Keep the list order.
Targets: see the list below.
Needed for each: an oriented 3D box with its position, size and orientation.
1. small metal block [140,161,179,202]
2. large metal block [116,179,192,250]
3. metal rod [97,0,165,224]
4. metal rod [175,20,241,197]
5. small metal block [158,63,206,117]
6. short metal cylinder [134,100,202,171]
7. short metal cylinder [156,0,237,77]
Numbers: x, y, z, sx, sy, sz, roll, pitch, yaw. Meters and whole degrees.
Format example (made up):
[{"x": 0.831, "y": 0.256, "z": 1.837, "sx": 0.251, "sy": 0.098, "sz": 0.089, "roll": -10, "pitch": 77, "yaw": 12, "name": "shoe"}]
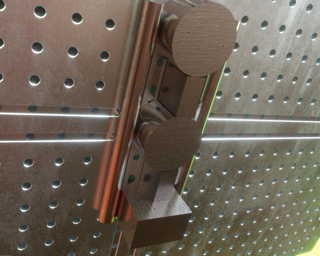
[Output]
[{"x": -0.003, "y": 0.067, "z": 0.434, "sx": 0.025, "sy": 0.050, "sz": 0.050, "roll": 0, "pitch": 118, "yaw": -29, "name": "small metal block"}, {"x": -0.014, "y": 0.117, "z": 0.440, "sx": 0.081, "sy": 0.080, "sz": 0.050, "roll": 1, "pitch": 118, "yaw": -29, "name": "large metal block"}, {"x": -0.042, "y": -0.001, "z": 0.386, "sx": 0.025, "sy": 0.025, "sz": 0.298, "roll": 1, "pitch": 118, "yaw": -29, "name": "metal rod"}, {"x": 0.050, "y": -0.002, "z": 0.436, "sx": 0.025, "sy": 0.025, "sz": 0.298, "roll": 1, "pitch": 118, "yaw": -29, "name": "metal rod"}, {"x": 0.025, "y": -0.047, "z": 0.378, "sx": 0.025, "sy": 0.050, "sz": 0.050, "roll": 1, "pitch": 118, "yaw": -29, "name": "small metal block"}, {"x": 0.007, "y": 0.009, "z": 0.404, "sx": 0.081, "sy": 0.050, "sz": 0.079, "roll": -14, "pitch": 124, "yaw": -21, "name": "short metal cylinder"}, {"x": 0.038, "y": -0.104, "z": 0.351, "sx": 0.081, "sy": 0.050, "sz": 0.079, "roll": -14, "pitch": 124, "yaw": -21, "name": "short metal cylinder"}]
